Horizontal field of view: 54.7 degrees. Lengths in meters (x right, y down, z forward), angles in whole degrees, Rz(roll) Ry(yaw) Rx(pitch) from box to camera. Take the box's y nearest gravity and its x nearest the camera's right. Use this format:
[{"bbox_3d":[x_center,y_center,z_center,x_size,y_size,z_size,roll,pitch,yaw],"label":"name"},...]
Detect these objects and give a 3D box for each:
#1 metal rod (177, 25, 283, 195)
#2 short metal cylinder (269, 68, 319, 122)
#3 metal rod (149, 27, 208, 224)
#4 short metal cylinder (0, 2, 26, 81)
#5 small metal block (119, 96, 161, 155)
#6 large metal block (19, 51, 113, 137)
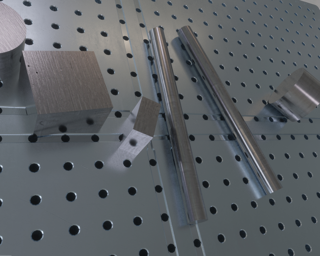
[{"bbox_3d":[0.102,-0.039,0.486,0.025,0.025,0.299,-13,69,-34],"label":"metal rod"},{"bbox_3d":[0.237,-0.057,0.536,0.050,0.080,0.080,40,51,-2],"label":"short metal cylinder"},{"bbox_3d":[0.019,-0.021,0.431,0.025,0.025,0.299,4,60,-27],"label":"metal rod"},{"bbox_3d":[-0.196,-0.098,0.347,0.081,0.050,0.080,14,56,-21],"label":"short metal cylinder"},{"bbox_3d":[-0.025,-0.002,0.380,0.025,0.050,0.050,23,53,-15],"label":"small metal block"},{"bbox_3d":[-0.110,-0.041,0.358,0.081,0.050,0.080,-8,66,-32],"label":"large metal block"}]
